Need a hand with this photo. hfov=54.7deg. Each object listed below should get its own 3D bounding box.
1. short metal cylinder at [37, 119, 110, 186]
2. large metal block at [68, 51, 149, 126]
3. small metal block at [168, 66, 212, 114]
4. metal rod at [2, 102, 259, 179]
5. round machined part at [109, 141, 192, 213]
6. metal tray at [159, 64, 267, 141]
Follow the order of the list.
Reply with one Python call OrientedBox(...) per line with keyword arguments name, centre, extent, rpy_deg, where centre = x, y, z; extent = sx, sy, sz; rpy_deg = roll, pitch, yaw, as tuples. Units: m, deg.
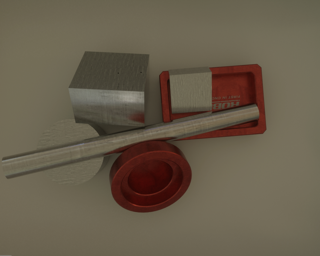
OrientedBox(name="short metal cylinder", centre=(-0.107, 0.029, 0.395), extent=(0.081, 0.050, 0.079), rpy_deg=(0, 90, -1))
OrientedBox(name="large metal block", centre=(-0.056, -0.049, 0.374), extent=(0.081, 0.080, 0.050), rpy_deg=(3, 132, 0))
OrientedBox(name="small metal block", centre=(0.038, -0.048, 0.389), extent=(0.050, 0.025, 0.050), rpy_deg=(-5, 116, 0))
OrientedBox(name="metal rod", centre=(-0.024, 0.011, 0.368), extent=(0.302, 0.025, 0.025), rpy_deg=(-13, 90, -11))
OrientedBox(name="round machined part", centre=(-0.014, 0.056, 0.385), extent=(0.099, 0.042, 0.097), rpy_deg=(-8, 124, -12))
OrientedBox(name="metal tray", centre=(0.067, -0.032, 0.408), extent=(0.131, 0.030, 0.089), rpy_deg=(-5, 90, -1))
